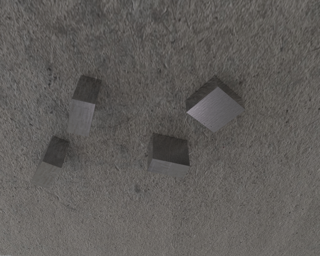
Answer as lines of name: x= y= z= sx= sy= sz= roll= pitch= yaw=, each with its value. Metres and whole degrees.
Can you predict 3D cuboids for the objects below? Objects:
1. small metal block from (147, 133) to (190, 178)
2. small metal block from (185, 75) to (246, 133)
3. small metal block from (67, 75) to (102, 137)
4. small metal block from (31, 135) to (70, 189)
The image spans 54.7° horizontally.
small metal block: x=0.011 y=0.037 z=0.422 sx=0.050 sy=0.050 sz=0.025 roll=13 pitch=129 yaw=-11
small metal block: x=0.068 y=-0.028 z=0.384 sx=0.050 sy=0.025 sz=0.050 roll=34 pitch=122 yaw=-26
small metal block: x=-0.089 y=-0.026 z=0.367 sx=0.025 sy=0.050 sz=0.050 roll=13 pitch=129 yaw=-11
small metal block: x=-0.152 y=0.047 z=0.429 sx=0.025 sy=0.050 sz=0.050 roll=25 pitch=126 yaw=-20
